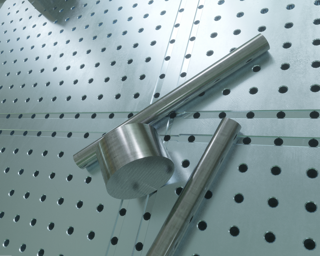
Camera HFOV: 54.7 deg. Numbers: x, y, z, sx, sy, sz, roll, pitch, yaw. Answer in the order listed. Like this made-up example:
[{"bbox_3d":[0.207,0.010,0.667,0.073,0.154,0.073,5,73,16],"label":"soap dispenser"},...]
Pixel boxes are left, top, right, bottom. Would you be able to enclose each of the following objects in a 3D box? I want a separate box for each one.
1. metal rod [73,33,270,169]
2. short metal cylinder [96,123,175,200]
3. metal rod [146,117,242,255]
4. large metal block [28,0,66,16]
[{"bbox_3d":[0.011,-0.033,0.422,0.300,0.025,0.025,-33,52,6],"label":"metal rod"},{"bbox_3d":[-0.030,0.040,0.364,0.080,0.080,0.050,-32,52,7],"label":"short metal cylinder"},{"bbox_3d":[0.009,0.119,0.330,0.025,0.025,0.300,21,73,36],"label":"metal rod"},{"bbox_3d":[-0.262,-0.317,0.725,0.080,0.050,0.080,32,79,38],"label":"large metal block"}]
